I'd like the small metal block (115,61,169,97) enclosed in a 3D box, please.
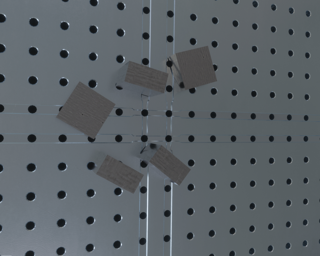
[{"bbox_3d":[-0.024,-0.060,0.390,0.050,0.050,0.025,15,85,-20],"label":"small metal block"}]

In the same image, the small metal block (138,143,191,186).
[{"bbox_3d":[0.004,0.046,0.401,0.050,0.050,0.025,41,77,-16],"label":"small metal block"}]

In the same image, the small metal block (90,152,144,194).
[{"bbox_3d":[-0.054,0.053,0.379,0.050,0.050,0.025,32,80,-17],"label":"small metal block"}]

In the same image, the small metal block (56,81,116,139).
[{"bbox_3d":[-0.091,-0.021,0.379,0.050,0.025,0.050,33,79,-17],"label":"small metal block"}]

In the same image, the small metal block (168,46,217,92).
[{"bbox_3d":[0.045,-0.081,0.429,0.050,0.025,0.050,-18,96,-19],"label":"small metal block"}]
